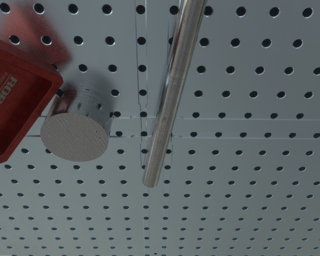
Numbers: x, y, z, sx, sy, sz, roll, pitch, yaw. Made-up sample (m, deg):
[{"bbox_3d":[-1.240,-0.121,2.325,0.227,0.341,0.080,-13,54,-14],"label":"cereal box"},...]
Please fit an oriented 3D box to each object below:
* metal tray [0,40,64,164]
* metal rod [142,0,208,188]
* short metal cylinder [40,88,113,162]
[{"bbox_3d":[-0.178,-0.025,0.331,0.130,0.030,0.090,-51,146,11],"label":"metal tray"},{"bbox_3d":[0.011,-0.029,0.386,0.025,0.025,0.298,8,130,-7],"label":"metal rod"},{"bbox_3d":[-0.103,-0.003,0.392,0.081,0.050,0.079,0,130,0],"label":"short metal cylinder"}]
